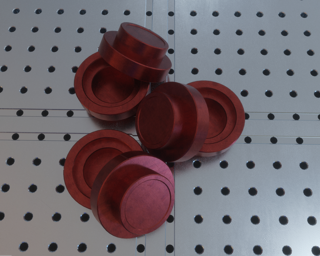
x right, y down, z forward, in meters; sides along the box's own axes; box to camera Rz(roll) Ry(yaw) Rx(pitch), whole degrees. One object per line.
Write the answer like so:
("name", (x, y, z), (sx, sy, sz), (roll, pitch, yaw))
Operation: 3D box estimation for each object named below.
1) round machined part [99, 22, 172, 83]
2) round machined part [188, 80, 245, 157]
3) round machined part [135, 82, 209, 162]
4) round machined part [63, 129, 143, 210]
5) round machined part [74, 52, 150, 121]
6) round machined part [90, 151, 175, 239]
("round machined part", (-0.027, -0.105, 0.412), (0.098, 0.042, 0.098), (22, 30, -13))
("round machined part", (0.057, -0.010, 0.406), (0.099, 0.042, 0.098), (0, 70, 0))
("round machined part", (0.007, -0.008, 0.373), (0.042, 0.098, 0.098), (5, 63, -44))
("round machined part", (-0.064, 0.054, 0.382), (0.099, 0.042, 0.098), (0, 70, 0))
("round machined part", (-0.062, -0.055, 0.421), (0.099, 0.042, 0.098), (0, 70, 0))
("round machined part", (-0.023, 0.077, 0.344), (0.099, 0.042, 0.097), (-9, 106, -32))
